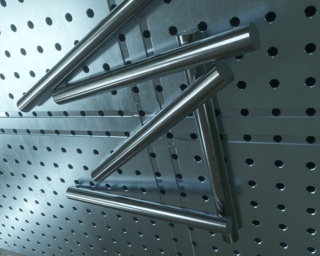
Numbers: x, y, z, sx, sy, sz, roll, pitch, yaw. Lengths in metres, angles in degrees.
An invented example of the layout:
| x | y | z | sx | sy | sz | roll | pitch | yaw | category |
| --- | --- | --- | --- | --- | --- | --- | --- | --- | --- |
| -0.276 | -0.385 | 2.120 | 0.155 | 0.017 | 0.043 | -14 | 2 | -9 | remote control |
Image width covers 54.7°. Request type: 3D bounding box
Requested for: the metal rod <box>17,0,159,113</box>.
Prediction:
| x | y | z | sx | sy | sz | roll | pitch | yaw | category |
| --- | --- | --- | --- | --- | --- | --- | --- | --- | --- |
| -0.113 | -0.091 | 0.411 | 0.299 | 0.025 | 0.025 | -27 | 104 | 37 | metal rod |

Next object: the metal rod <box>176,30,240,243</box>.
| x | y | z | sx | sy | sz | roll | pitch | yaw | category |
| --- | --- | --- | --- | --- | --- | --- | --- | --- | --- |
| 0.067 | 0.029 | 0.392 | 0.025 | 0.025 | 0.298 | -2 | 118 | 29 | metal rod |

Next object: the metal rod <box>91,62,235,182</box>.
| x | y | z | sx | sy | sz | roll | pitch | yaw | category |
| --- | --- | --- | --- | --- | --- | --- | --- | --- | --- |
| -0.019 | 0.011 | 0.406 | 0.025 | 0.025 | 0.299 | 46 | 135 | -5 | metal rod |

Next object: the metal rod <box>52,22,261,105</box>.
| x | y | z | sx | sy | sz | roll | pitch | yaw | category |
| --- | --- | --- | --- | --- | --- | --- | --- | --- | --- |
| -0.033 | -0.063 | 0.365 | 0.300 | 0.025 | 0.025 | -8 | 115 | 39 | metal rod |

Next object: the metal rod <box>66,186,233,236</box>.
| x | y | z | sx | sy | sz | roll | pitch | yaw | category |
| --- | --- | --- | --- | --- | --- | --- | --- | --- | --- |
| -0.036 | 0.123 | 0.487 | 0.300 | 0.025 | 0.025 | 2 | 120 | 32 | metal rod |
